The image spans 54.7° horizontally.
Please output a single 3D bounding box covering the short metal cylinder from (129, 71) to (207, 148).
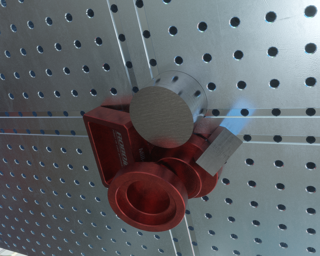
[{"bbox_3d":[0.011,-0.023,0.374,0.080,0.050,0.079,13,124,20],"label":"short metal cylinder"}]

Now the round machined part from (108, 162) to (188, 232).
[{"bbox_3d":[-0.013,0.082,0.395,0.098,0.042,0.097,7,121,12],"label":"round machined part"}]

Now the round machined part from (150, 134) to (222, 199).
[{"bbox_3d":[0.029,0.057,0.417,0.098,0.042,0.097,13,124,20],"label":"round machined part"}]

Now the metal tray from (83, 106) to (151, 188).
[{"bbox_3d":[-0.057,0.039,0.445,0.090,0.030,0.129,14,125,38],"label":"metal tray"}]

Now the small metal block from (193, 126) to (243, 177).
[{"bbox_3d":[0.066,0.025,0.362,0.025,0.050,0.050,40,94,1],"label":"small metal block"}]
